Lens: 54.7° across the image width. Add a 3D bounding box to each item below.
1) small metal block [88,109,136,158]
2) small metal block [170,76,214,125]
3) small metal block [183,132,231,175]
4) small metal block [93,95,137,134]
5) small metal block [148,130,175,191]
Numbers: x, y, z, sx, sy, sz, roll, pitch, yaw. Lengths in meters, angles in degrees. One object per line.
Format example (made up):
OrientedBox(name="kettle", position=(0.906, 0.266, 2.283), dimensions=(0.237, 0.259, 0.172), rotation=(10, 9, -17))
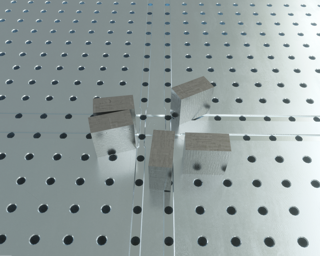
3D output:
OrientedBox(name="small metal block", position=(-0.058, 0.007, 0.384), dimensions=(0.050, 0.050, 0.025), rotation=(-12, 51, -10))
OrientedBox(name="small metal block", position=(0.043, -0.037, 0.423), dimensions=(0.050, 0.050, 0.025), rotation=(-22, 54, -18))
OrientedBox(name="small metal block", position=(0.053, 0.031, 0.366), dimensions=(0.050, 0.050, 0.025), rotation=(2, 50, 1))
OrientedBox(name="small metal block", position=(-0.058, -0.014, 0.403), dimensions=(0.050, 0.050, 0.025), rotation=(-6, 51, -6))
OrientedBox(name="small metal block", position=(0.003, 0.038, 0.360), dimensions=(0.025, 0.050, 0.050), rotation=(4, 50, 3))
